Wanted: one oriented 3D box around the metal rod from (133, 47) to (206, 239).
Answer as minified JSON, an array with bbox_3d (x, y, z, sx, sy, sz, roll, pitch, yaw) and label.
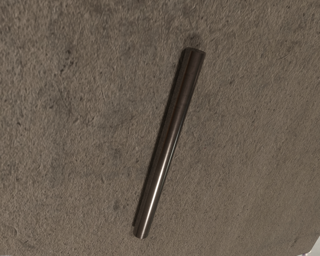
[{"bbox_3d":[0.006,0.037,0.434,0.025,0.025,0.298,1,118,-30],"label":"metal rod"}]
